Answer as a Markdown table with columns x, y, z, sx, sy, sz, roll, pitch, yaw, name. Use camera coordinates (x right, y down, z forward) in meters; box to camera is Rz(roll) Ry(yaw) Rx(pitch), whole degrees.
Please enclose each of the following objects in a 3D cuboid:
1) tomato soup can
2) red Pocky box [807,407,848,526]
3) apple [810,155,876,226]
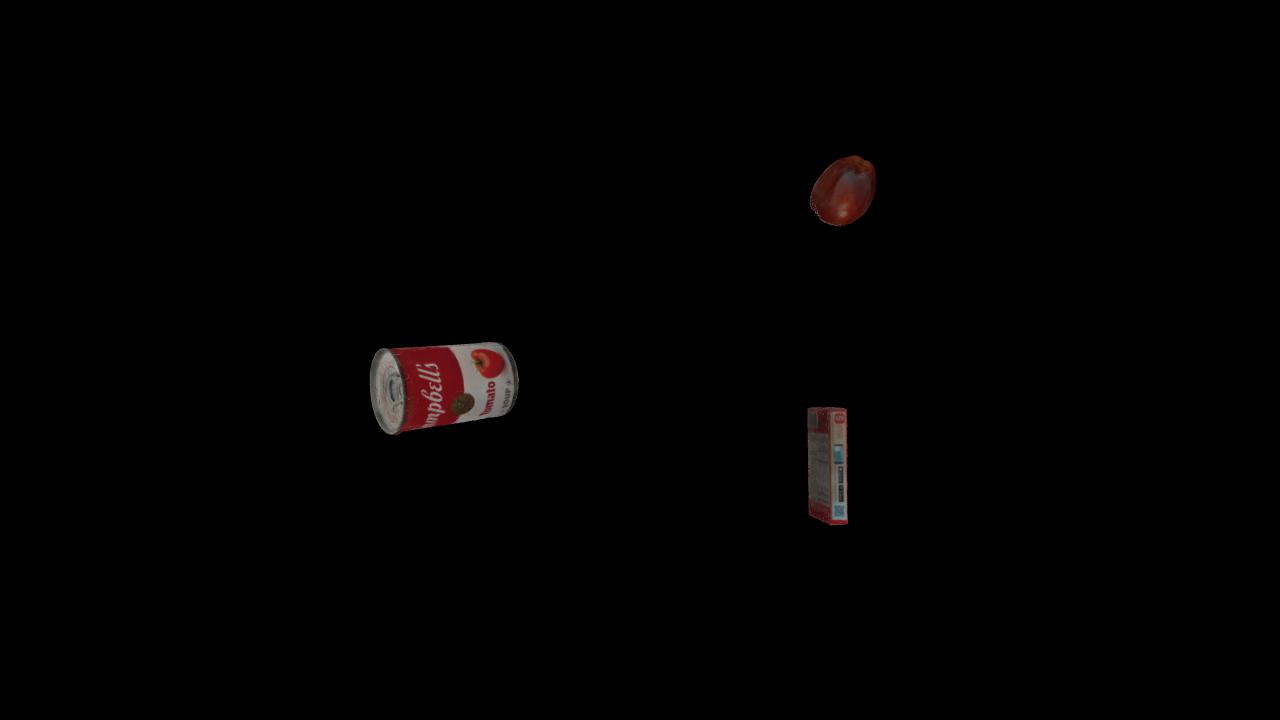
| x | y | z | sx | sy | sz | roll | pitch | yaw | name |
| --- | --- | --- | --- | --- | --- | --- | --- | --- | --- |
| -0.160 | 0.021 | 0.509 | 0.101 | 0.068 | 0.068 | -6 | 4 | -44 | tomato soup can |
| 0.258 | 0.143 | 0.850 | 0.028 | 0.155 | 0.083 | 1 | -4 | -6 | red Pocky box |
| 0.268 | -0.218 | 0.804 | 0.079 | 0.079 | 0.093 | 0 | -42 | -15 | apple |
